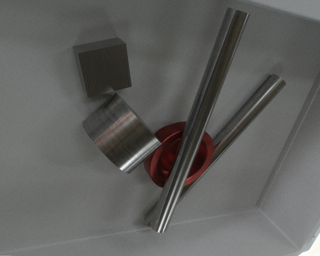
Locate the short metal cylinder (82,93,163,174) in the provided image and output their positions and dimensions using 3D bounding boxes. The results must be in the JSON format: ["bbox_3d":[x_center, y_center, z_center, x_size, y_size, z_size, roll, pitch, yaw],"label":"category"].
[{"bbox_3d":[-0.042,0.006,0.355,0.050,0.080,0.080,-42,130,0],"label":"short metal cylinder"}]

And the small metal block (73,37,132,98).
[{"bbox_3d":[-0.061,-0.066,0.335,0.050,0.025,0.050,-18,126,-19],"label":"small metal block"}]

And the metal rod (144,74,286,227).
[{"bbox_3d":[0.081,0.040,0.479,0.299,0.025,0.025,-49,129,6],"label":"metal rod"}]

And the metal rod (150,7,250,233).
[{"bbox_3d":[0.041,0.008,0.383,0.025,0.025,0.298,4,115,-31],"label":"metal rod"}]

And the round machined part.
[{"bbox_3d":[0.022,0.034,0.432,0.099,0.042,0.097,-14,124,-21],"label":"round machined part"}]
